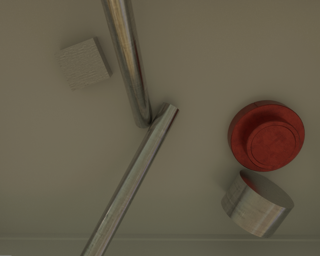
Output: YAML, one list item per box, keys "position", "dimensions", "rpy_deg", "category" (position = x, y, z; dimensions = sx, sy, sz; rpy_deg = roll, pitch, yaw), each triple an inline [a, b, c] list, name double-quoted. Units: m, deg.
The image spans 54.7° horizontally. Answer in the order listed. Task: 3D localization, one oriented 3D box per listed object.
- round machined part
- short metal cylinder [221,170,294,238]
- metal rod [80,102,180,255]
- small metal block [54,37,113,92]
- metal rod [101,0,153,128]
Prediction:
- position: [0.143, 0.015, 0.410]
  dimensions: [0.099, 0.042, 0.097]
  rpy_deg: [0, 110, -1]
  category: "round machined part"
- position: [0.131, 0.101, 0.421]
  dimensions: [0.080, 0.080, 0.050]
  rpy_deg: [24, 108, -9]
  category: "short metal cylinder"
- position: [-0.055, 0.103, 0.380]
  dimensions: [0.025, 0.025, 0.299]
  rpy_deg: [30, 81, -11]
  category: "metal rod"
- position: [-0.093, -0.079, 0.381]
  dimensions: [0.050, 0.025, 0.050]
  rpy_deg: [-19, 109, 6]
  category: "small metal block"
- position: [-0.034, -0.091, 0.286]
  dimensions: [0.025, 0.025, 0.299]
  rpy_deg: [-6, 146, 2]
  category: "metal rod"
